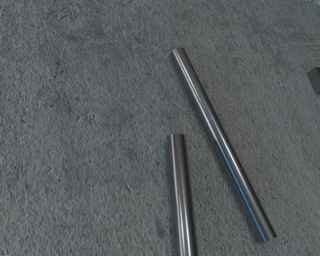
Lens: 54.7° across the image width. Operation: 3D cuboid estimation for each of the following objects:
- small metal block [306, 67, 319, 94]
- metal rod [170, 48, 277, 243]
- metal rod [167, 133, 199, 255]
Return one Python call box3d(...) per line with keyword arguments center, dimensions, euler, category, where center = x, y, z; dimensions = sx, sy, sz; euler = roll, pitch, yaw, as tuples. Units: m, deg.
box3d(center=(0.342, -0.097, 0.647), dimensions=(0.050, 0.025, 0.050), euler=(3, 61, -27), category="small metal block")
box3d(center=(0.082, 0.011, 0.440), dimensions=(0.025, 0.025, 0.299), euler=(-10, 67, -32), category="metal rod")
box3d(center=(0.030, 0.142, 0.332), dimensions=(0.025, 0.025, 0.299), euler=(10, 57, -23), category="metal rod")
